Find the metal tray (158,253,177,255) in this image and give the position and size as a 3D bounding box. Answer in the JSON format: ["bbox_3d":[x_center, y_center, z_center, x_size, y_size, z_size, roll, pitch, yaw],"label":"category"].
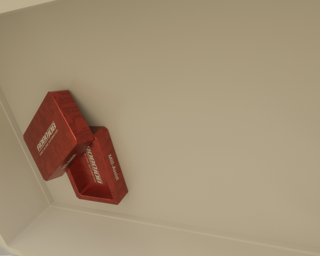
[{"bbox_3d":[0.045,0.270,0.511,0.090,0.030,0.129,-1,118,28],"label":"metal tray"}]

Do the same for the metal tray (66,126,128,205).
[{"bbox_3d":[-0.112,0.060,0.501,0.090,0.030,0.129,1,119,28],"label":"metal tray"}]

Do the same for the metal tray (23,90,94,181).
[{"bbox_3d":[-0.161,0.014,0.477,0.129,0.030,0.090,-43,73,39],"label":"metal tray"}]
